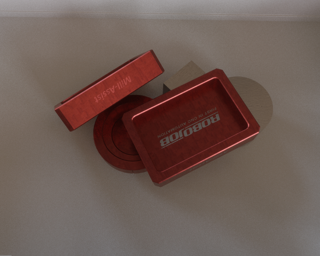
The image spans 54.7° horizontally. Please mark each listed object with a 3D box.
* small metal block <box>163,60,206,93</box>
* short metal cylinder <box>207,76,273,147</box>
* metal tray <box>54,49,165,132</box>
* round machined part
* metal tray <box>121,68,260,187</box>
[{"bbox_3d":[0.031,-0.055,0.414,0.050,0.050,0.025,-41,75,-15],"label":"small metal block"},{"bbox_3d":[0.098,-0.020,0.402,0.081,0.050,0.080,0,70,0],"label":"short metal cylinder"},{"bbox_3d":[-0.067,-0.048,0.388,0.131,0.090,0.030,-35,106,-13],"label":"metal tray"},{"bbox_3d":[-0.032,0.010,0.396,0.099,0.042,0.098,0,70,-1],"label":"round machined part"},{"bbox_3d":[0.034,-0.001,0.356,0.131,0.030,0.090,-26,71,-5],"label":"metal tray"}]
